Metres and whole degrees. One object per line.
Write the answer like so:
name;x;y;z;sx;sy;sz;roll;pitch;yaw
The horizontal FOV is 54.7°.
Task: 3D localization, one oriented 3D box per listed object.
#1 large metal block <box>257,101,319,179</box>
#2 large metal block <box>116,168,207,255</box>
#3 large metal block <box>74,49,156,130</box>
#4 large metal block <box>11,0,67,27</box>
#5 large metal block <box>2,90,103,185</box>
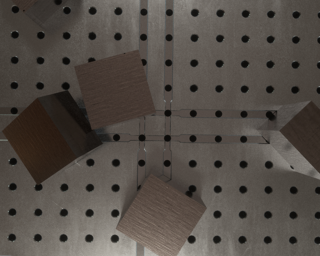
large metal block;0.180;0.015;0.388;0.050;0.080;0.080;-43;91;0
large metal block;0.002;0.110;0.401;0.080;0.050;0.080;32;90;-1
large metal block;-0.055;-0.047;0.400;0.080;0.050;0.080;-15;90;-2
large metal block;-0.163;-0.195;0.399;0.080;0.050;0.080;-44;91;0
large metal block;-0.132;0.012;0.383;0.080;0.050;0.080;-33;91;29
